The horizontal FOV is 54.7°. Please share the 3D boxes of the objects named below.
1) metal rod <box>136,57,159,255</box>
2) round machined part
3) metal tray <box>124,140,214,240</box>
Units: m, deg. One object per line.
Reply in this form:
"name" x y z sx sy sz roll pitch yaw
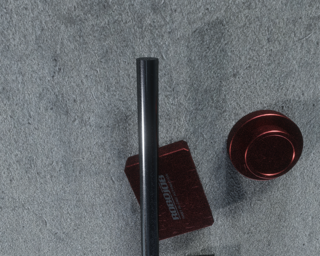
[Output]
"metal rod" -0.014 0.062 0.399 0.025 0.025 0.298 0 110 0
"round machined part" 0.142 0.028 0.413 0.099 0.042 0.097 0 110 -1
"metal tray" 0.015 0.091 0.441 0.090 0.030 0.129 -19 109 6
